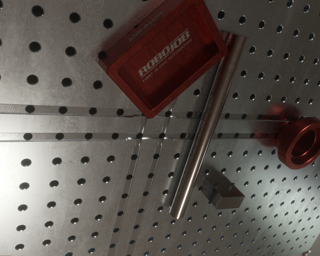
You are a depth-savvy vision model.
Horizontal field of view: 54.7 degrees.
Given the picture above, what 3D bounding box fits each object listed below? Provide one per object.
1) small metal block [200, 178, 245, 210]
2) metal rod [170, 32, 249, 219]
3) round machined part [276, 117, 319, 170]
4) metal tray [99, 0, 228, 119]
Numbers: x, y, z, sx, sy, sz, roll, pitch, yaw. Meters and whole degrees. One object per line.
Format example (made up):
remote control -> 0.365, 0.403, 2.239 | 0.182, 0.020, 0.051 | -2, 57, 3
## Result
small metal block -> 0.105, 0.110, 0.523 | 0.050, 0.050, 0.025 | 6, 116, -32
metal rod -> 0.065, 0.012, 0.455 | 0.025, 0.025, 0.298 | 1, 118, -29
round machined part -> 0.248, 0.023, 0.553 | 0.099, 0.042, 0.097 | -14, 125, -21
metal tray -> 0.007, -0.083, 0.361 | 0.130, 0.030, 0.090 | -41, 130, 0
